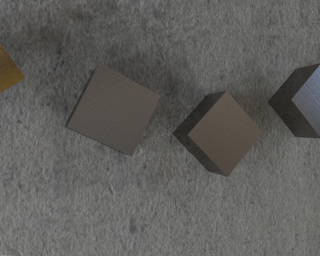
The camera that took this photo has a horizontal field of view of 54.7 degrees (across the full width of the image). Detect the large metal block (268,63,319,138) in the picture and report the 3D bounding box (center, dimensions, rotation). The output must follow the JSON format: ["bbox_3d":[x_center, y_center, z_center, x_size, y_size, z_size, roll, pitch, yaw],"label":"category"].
[{"bbox_3d":[0.231,-0.041,0.483,0.080,0.050,0.080,-47,105,-14],"label":"large metal block"}]

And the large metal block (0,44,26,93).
[{"bbox_3d":[-0.193,-0.060,0.301,0.080,0.080,0.050,-38,136,-16],"label":"large metal block"}]

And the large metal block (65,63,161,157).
[{"bbox_3d":[-0.058,-0.020,0.375,0.080,0.050,0.080,27,81,-18],"label":"large metal block"}]

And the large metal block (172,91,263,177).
[{"bbox_3d":[0.079,0.007,0.426,0.080,0.050,0.080,46,76,-15],"label":"large metal block"}]
